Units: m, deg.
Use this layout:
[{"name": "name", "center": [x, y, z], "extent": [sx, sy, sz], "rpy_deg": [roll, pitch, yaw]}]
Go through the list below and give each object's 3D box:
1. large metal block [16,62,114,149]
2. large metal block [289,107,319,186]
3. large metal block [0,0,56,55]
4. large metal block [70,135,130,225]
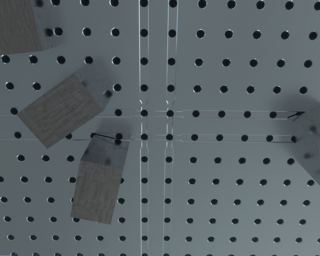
[{"name": "large metal block", "center": [-0.108, -0.030, 0.372], "extent": [0.080, 0.080, 0.050], "rpy_deg": [-33, 107, 11]}, {"name": "large metal block", "center": [0.214, 0.026, 0.395], "extent": [0.050, 0.080, 0.080], "rpy_deg": [-21, 109, 7]}, {"name": "large metal block", "center": [-0.174, -0.127, 0.352], "extent": [0.080, 0.050, 0.080], "rpy_deg": [-6, 110, 2]}, {"name": "large metal block", "center": [-0.076, 0.065, 0.407], "extent": [0.050, 0.080, 0.079], "rpy_deg": [13, 110, -5]}]
